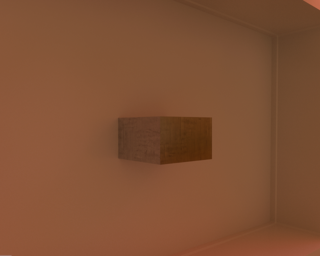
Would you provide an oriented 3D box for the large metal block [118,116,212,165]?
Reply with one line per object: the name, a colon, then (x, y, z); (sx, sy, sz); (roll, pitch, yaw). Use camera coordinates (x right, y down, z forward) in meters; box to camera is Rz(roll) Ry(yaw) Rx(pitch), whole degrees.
large metal block: (0.005, 0.012, 0.374); (0.081, 0.080, 0.050); (-1, 91, -40)
